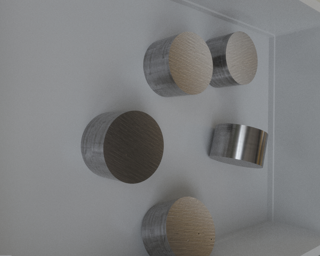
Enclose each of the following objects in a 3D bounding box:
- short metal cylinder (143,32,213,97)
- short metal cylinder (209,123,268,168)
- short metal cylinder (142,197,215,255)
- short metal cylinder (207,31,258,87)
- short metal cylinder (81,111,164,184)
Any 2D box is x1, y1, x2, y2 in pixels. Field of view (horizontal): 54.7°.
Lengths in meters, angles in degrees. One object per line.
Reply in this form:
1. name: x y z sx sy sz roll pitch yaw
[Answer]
1. short metal cylinder: 0.025 -0.082 0.413 0.081 0.050 0.079 0 90 -40
2. short metal cylinder: 0.120 0.028 0.475 0.080 0.080 0.050 21 77 -38
3. short metal cylinder: 0.024 0.133 0.398 0.081 0.050 0.080 17 60 -33
4. short metal cylinder: 0.108 -0.105 0.483 0.081 0.050 0.079 0 90 -40
5. short metal cylinder: -0.042 0.021 0.356 0.081 0.050 0.079 0 90 -40
